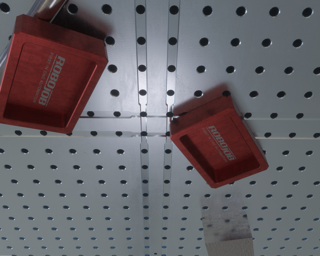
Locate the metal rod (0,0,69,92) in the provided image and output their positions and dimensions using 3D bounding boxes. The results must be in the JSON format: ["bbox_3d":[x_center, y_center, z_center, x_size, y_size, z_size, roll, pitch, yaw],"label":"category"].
[{"bbox_3d":[-0.177,-0.065,0.354,0.025,0.025,0.299,35,122,-26],"label":"metal rod"}]

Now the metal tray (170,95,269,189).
[{"bbox_3d":[0.083,0.025,0.429,0.090,0.030,0.130,-26,126,20],"label":"metal tray"}]

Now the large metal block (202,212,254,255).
[{"bbox_3d":[0.126,0.205,0.571,0.080,0.050,0.080,-11,130,8],"label":"large metal block"}]

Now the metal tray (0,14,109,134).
[{"bbox_3d":[-0.124,-0.050,0.344,0.091,0.030,0.129,12,135,-30],"label":"metal tray"}]
